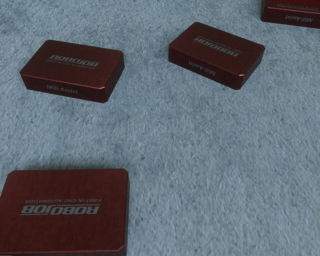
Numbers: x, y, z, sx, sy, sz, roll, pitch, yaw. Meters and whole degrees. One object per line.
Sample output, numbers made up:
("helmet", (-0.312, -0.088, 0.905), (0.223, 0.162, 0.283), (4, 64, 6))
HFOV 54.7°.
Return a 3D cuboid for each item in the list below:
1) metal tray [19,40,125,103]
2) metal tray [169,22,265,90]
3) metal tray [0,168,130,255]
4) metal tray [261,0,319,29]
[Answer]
("metal tray", (-0.130, -0.089, 0.473), (0.131, 0.030, 0.090), (11, 51, 8))
("metal tray", (0.090, -0.121, 0.503), (0.130, 0.030, 0.090), (28, 55, 21))
("metal tray", (-0.100, 0.089, 0.324), (0.131, 0.030, 0.090), (-1, 50, -1))
("metal tray", (0.267, -0.235, 0.601), (0.131, 0.030, 0.090), (10, 51, 8))
